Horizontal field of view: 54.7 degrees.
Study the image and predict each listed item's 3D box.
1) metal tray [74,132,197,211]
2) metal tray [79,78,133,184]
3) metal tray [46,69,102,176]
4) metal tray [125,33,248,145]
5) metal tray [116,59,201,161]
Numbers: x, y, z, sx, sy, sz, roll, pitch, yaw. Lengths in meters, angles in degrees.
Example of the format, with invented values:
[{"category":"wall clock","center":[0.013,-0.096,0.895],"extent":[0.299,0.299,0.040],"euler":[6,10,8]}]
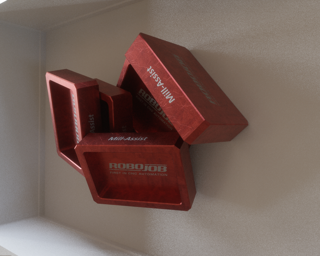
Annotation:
[{"category":"metal tray","center":[-0.028,0.051,0.371],"extent":[0.130,0.030,0.089],"euler":[-1,118,21]},{"category":"metal tray","center":[-0.076,0.004,0.432],"extent":[0.090,0.030,0.129],"euler":[26,124,43]},{"category":"metal tray","center":[-0.116,-0.009,0.426],"extent":[0.090,0.030,0.129],"euler":[24,123,43]},{"category":"metal tray","center":[0.029,-0.043,0.338],"extent":[0.030,0.091,0.130],"euler":[-48,62,29]},{"category":"metal tray","center":[-0.008,-0.025,0.399],"extent":[0.130,0.030,0.089],"euler":[44,124,31]}]
